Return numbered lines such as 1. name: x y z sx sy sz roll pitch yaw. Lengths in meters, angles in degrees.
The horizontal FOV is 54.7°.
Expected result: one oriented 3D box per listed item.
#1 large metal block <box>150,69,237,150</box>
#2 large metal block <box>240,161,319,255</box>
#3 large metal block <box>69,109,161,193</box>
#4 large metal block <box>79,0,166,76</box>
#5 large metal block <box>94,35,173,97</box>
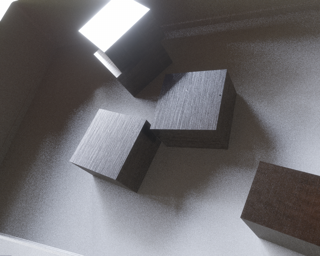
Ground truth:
1. large metal block: 0.043 -0.022 0.380 0.080 0.050 0.080 1 62 28
2. large metal block: 0.123 0.075 0.260 0.080 0.080 0.050 13 69 33
3. large metal block: -0.055 0.028 0.402 0.080 0.050 0.080 14 69 33
4. large metal block: -0.054 -0.132 0.435 0.080 0.050 0.080 -44 51 -3
5. large metal block: -0.042 -0.108 0.478 0.080 0.050 0.080 -43 51 -1
